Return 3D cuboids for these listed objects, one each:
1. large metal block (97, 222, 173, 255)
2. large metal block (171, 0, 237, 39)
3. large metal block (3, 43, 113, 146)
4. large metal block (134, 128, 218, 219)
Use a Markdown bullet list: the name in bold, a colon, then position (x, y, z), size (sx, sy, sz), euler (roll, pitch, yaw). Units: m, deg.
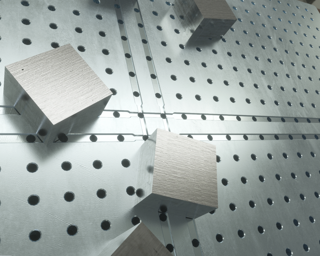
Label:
- **large metal block**: position (-0.020, 0.140, 0.278), size (0.080, 0.080, 0.050), euler (46, 51, 4)
- **large metal block**: position (0.080, -0.212, 0.567), size (0.081, 0.050, 0.080), euler (-11, 68, -33)
- **large metal block**: position (-0.116, -0.040, 0.354), size (0.080, 0.050, 0.081), euler (49, 51, 6)
- **large metal block**: position (0.020, 0.056, 0.370), size (0.081, 0.050, 0.080), euler (17, 55, -19)
